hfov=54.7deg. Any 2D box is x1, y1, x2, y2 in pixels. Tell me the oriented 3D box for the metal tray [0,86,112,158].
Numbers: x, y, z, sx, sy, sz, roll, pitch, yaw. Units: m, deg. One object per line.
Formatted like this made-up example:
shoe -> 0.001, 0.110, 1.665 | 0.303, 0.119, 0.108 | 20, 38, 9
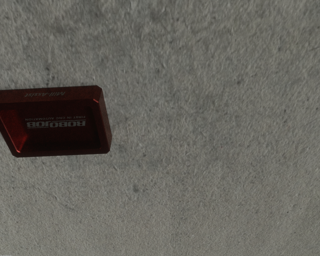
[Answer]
metal tray -> -0.134, -0.006, 0.396 | 0.131, 0.030, 0.089 | -3, 130, 1
